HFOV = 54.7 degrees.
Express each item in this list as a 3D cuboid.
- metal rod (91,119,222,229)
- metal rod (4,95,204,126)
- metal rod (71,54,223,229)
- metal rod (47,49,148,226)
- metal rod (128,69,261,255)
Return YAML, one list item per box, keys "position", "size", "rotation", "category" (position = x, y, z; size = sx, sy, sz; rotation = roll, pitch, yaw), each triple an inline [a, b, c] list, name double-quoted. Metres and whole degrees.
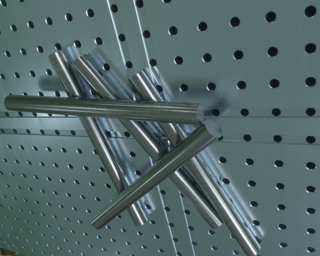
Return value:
- position: [-0.023, 0.081, 0.439]
  size: [0.025, 0.025, 0.299]
  rotation: [44, 129, -3]
  category: "metal rod"
- position: [-0.091, -0.027, 0.408]
  size: [0.301, 0.025, 0.025]
  rotation: [5, 121, 25]
  category: "metal rod"
- position: [-0.012, 0.023, 0.430]
  size: [0.025, 0.025, 0.300]
  rotation: [-34, 100, 38]
  category: "metal rod"
- position: [-0.087, 0.027, 0.471]
  size: [0.025, 0.025, 0.299]
  rotation: [-10, 114, 32]
  category: "metal rod"
- position: [0.052, 0.054, 0.416]
  size: [0.025, 0.025, 0.299]
  rotation: [-25, 105, 36]
  category: "metal rod"
